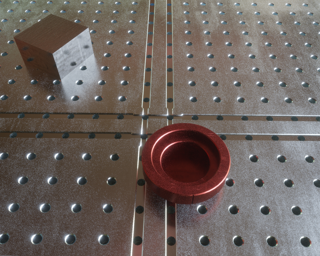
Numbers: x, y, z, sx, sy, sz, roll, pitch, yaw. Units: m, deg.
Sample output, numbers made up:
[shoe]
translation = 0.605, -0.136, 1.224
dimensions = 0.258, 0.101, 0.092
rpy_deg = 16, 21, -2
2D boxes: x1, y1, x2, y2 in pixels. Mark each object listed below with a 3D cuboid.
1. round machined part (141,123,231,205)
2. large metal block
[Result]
[round machined part]
translation = 0.029, 0.044, 0.359
dimensions = 0.099, 0.042, 0.098
rpy_deg = 0, 50, 0
[large metal block]
translation = -0.169, -0.134, 0.502
dimensions = 0.080, 0.050, 0.080
rpy_deg = 25, 54, 19
